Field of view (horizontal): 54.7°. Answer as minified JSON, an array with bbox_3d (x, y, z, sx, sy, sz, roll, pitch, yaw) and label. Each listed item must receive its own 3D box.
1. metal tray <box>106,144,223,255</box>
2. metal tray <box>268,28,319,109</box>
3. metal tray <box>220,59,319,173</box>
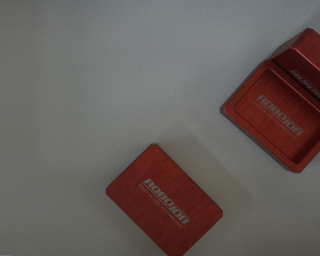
[{"bbox_3d":[0.006,0.095,0.409,0.090,0.030,0.130,-45,91,0],"label":"metal tray"},{"bbox_3d":[0.202,-0.057,0.381,0.130,0.090,0.030,41,90,-1],"label":"metal tray"},{"bbox_3d":[0.158,-0.015,0.410,0.130,0.030,0.090,41,90,-1],"label":"metal tray"}]
